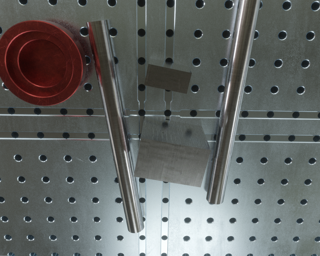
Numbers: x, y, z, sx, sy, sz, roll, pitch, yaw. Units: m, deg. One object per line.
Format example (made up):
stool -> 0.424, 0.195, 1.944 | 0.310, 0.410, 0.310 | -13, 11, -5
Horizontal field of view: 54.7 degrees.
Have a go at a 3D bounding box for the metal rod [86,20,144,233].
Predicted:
metal rod -> -0.055, 0.012, 0.417 | 0.025, 0.025, 0.298 | -7, 110, 2

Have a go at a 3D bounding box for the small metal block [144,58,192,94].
small metal block -> 0.009, -0.064, 0.377 | 0.050, 0.050, 0.025 | 11, 110, -5

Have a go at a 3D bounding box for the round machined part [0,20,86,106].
round machined part -> -0.138, -0.079, 0.373 | 0.099, 0.042, 0.097 | 0, 110, -1

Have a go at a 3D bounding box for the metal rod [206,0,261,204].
metal rod -> 0.093, -0.035, 0.402 | 0.025, 0.025, 0.298 | 5, 110, -2

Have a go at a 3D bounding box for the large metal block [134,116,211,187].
large metal block -> 0.013, 0.027, 0.394 | 0.081, 0.080, 0.050 | 10, 110, -4
